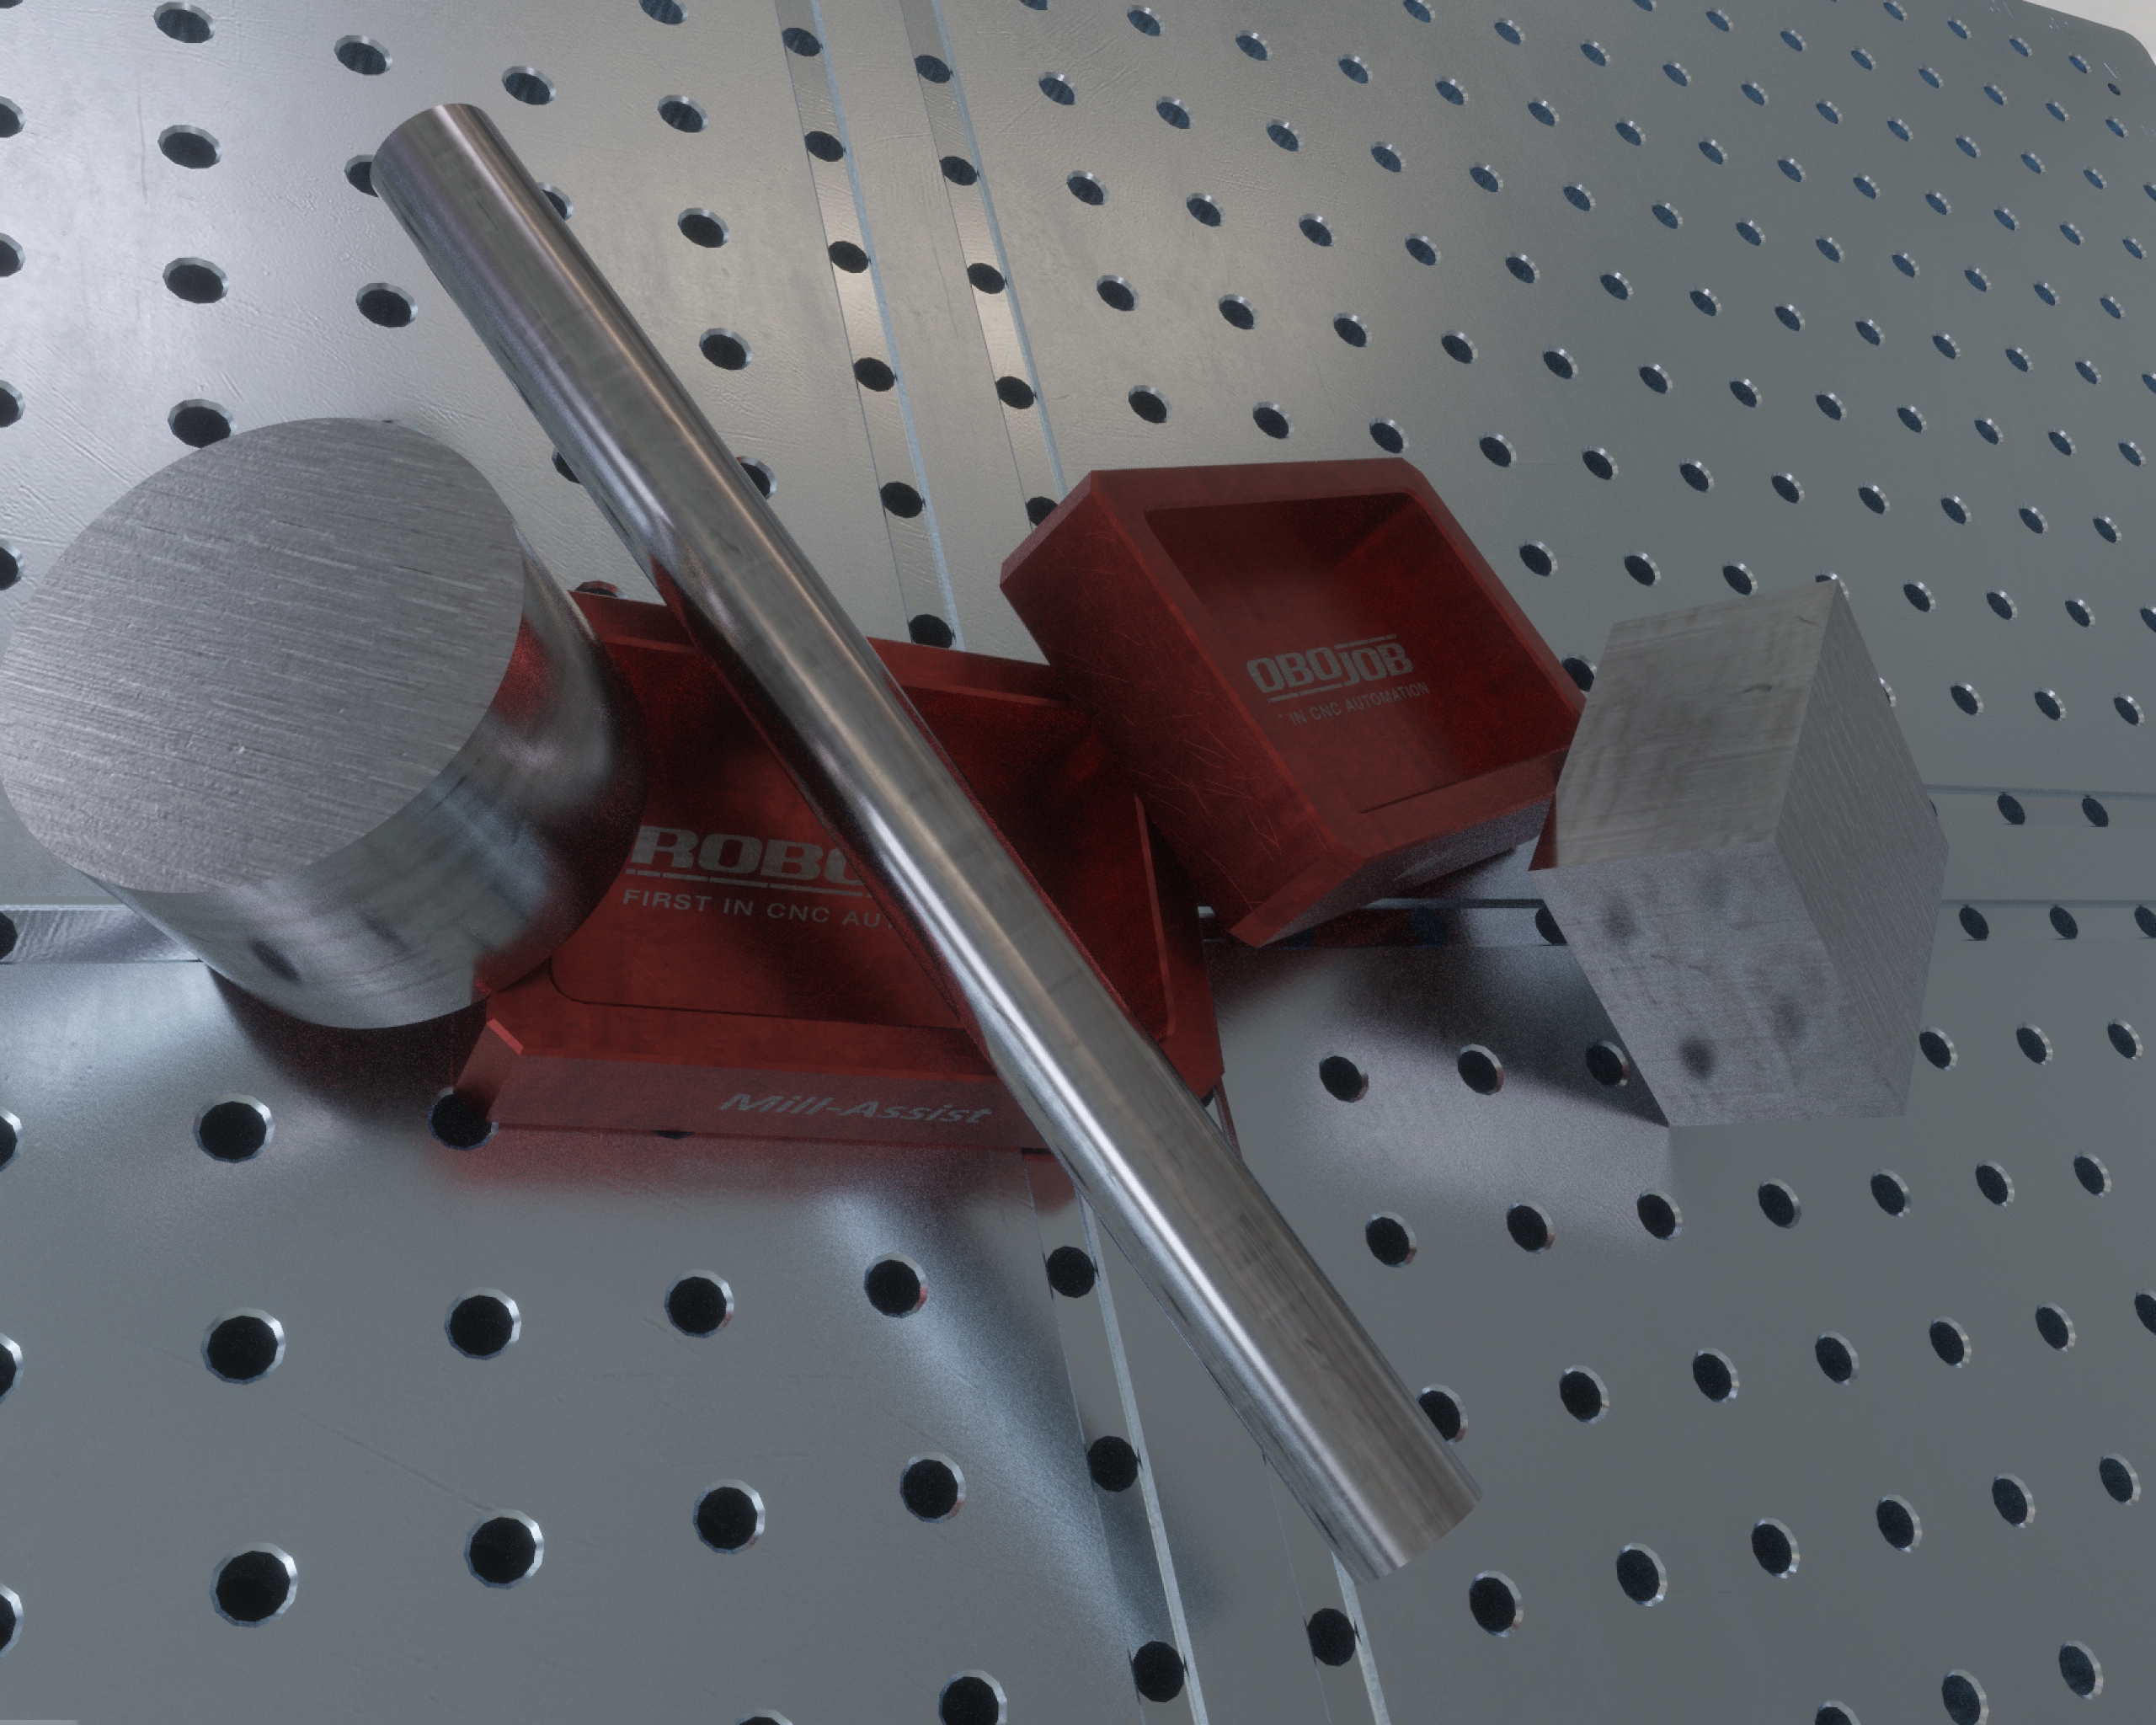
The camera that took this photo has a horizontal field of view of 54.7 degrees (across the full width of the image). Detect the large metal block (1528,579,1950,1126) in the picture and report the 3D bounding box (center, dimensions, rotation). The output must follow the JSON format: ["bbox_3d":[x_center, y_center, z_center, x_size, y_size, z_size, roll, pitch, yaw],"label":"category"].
[{"bbox_3d":[0.145,-0.001,0.448,0.080,0.050,0.080,55,45,-30],"label":"large metal block"}]

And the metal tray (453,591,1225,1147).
[{"bbox_3d":[-0.043,0.003,0.379,0.131,0.030,0.090,6,59,-25],"label":"metal tray"}]

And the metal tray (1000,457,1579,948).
[{"bbox_3d":[0.054,-0.039,0.433,0.131,0.030,0.090,-16,70,-52],"label":"metal tray"}]

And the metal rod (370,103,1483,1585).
[{"bbox_3d":[-0.032,-0.011,0.359,0.025,0.025,0.299,-28,77,-37],"label":"metal rod"}]

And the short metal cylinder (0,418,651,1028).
[{"bbox_3d":[-0.113,-0.021,0.321,0.080,0.050,0.080,-4,63,9],"label":"short metal cylinder"}]
